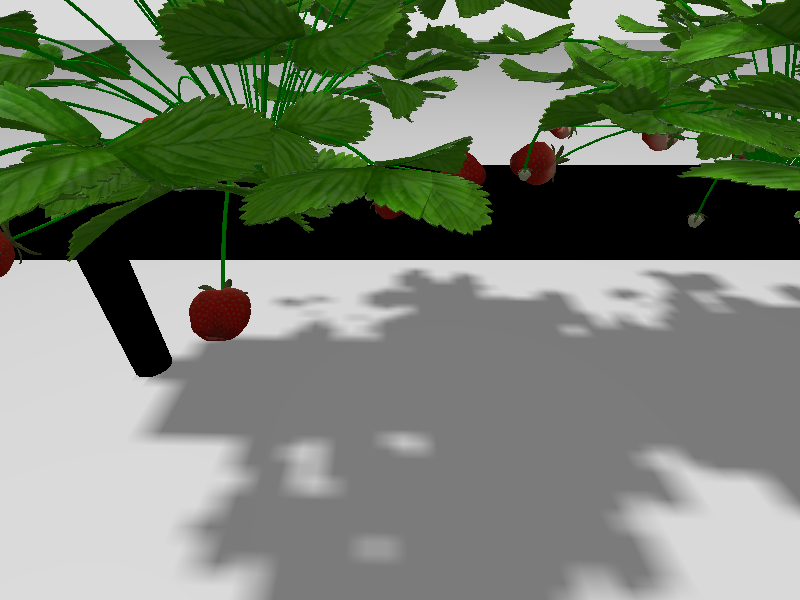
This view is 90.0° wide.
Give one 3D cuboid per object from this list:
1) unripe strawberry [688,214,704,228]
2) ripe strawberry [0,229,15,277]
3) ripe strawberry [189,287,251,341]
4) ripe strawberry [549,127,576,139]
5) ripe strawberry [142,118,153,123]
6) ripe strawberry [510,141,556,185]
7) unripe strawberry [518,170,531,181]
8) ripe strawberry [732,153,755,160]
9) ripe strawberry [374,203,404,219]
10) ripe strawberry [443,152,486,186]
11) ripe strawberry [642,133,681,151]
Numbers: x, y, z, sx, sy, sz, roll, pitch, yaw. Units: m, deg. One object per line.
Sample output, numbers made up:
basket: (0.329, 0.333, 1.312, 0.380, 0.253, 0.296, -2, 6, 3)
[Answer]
unripe strawberry: (0.207, -0.055, 0.281, 0.010, 0.010, 0.009, -22, 40, -28)
ripe strawberry: (-0.236, -0.026, 0.218, 0.038, 0.033, 0.038, 23, 41, 30)
ripe strawberry: (-0.080, 0.007, 0.179, 0.027, 0.024, 0.024, -6, -41, -9)
ripe strawberry: (0.201, -0.220, 0.498, 0.038, 0.034, 0.034, -22, 40, -28)
ripe strawberry: (-0.296, -0.203, 0.481, 0.031, 0.030, 0.028, 22, 40, 37)
ripe strawberry: (0.115, -0.120, 0.352, 0.037, 0.036, 0.040, 1, 35, 2)
unripe strawberry: (0.102, -0.103, 0.329, 0.010, 0.010, 0.009, -3, 35, -4)
ripe strawberry: (0.354, -0.153, 0.409, 0.023, 0.026, 0.025, 10, 35, 14)
ripe strawberry: (-0.005, -0.070, 0.290, 0.025, 0.024, 0.027, 20, 39, 25)
ripe strawberry: (0.052, -0.103, 0.327, 0.036, 0.036, 0.040, 5, 35, 6)
ripe strawberry: (0.296, -0.194, 0.459, 0.040, 0.042, 0.043, -8, 35, -11)
